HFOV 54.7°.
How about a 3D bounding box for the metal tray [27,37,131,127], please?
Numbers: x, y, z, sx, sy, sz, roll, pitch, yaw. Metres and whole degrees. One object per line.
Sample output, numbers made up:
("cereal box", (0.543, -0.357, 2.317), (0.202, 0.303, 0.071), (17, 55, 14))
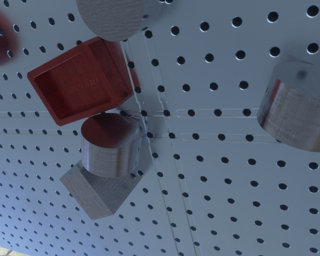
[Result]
("metal tray", (-0.115, -0.060, 0.431), (0.130, 0.030, 0.090), (-15, 111, 34))

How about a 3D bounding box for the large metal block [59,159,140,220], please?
("large metal block", (-0.088, 0.079, 0.471), (0.050, 0.080, 0.080), (-25, 105, 37))

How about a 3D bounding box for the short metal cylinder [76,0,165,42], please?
("short metal cylinder", (-0.041, -0.139, 0.331), (0.080, 0.050, 0.079), (13, 124, 21))

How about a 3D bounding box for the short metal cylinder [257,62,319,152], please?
("short metal cylinder", (0.138, -0.022, 0.289), (0.080, 0.080, 0.050), (20, 126, 16))

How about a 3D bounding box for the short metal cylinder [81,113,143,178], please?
("short metal cylinder", (-0.067, 0.022, 0.424), (0.080, 0.080, 0.050), (21, 126, 16))
